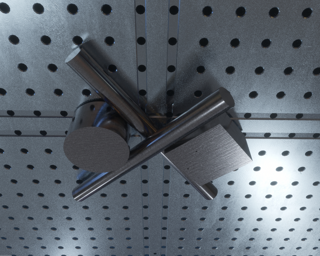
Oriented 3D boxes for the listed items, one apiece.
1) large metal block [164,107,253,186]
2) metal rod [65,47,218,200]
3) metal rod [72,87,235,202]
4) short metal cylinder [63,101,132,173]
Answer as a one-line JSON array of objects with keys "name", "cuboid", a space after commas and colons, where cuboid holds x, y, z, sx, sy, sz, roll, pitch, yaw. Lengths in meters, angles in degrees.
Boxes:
[{"name": "large metal block", "cuboid": [0.062, 0.022, 0.408, 0.080, 0.050, 0.080, -31, 124, 23]}, {"name": "metal rod", "cuboid": [-0.006, 0.012, 0.416, 0.025, 0.025, 0.300, -29, 125, 22]}, {"name": "metal rod", "cuboid": [-0.030, 0.037, 0.410, 0.025, 0.025, 0.299, 35, 130, -26]}, {"name": "short metal cylinder", "cuboid": [-0.078, 0.013, 0.400, 0.081, 0.050, 0.079, 0, 130, 0]}]
